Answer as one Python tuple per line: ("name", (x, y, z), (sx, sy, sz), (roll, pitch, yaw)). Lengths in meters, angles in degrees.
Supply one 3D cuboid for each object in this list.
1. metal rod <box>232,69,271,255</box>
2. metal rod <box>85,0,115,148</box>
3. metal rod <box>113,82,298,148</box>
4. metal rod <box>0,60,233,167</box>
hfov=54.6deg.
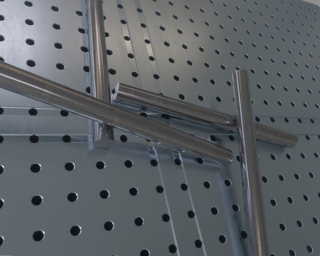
("metal rod", (0.121, 0.053, 0.418), (0.025, 0.025, 0.299), (12, 64, -22))
("metal rod", (-0.087, -0.113, 0.429), (0.025, 0.025, 0.299), (5, 60, -26))
("metal rod", (0.080, -0.014, 0.458), (0.302, 0.025, 0.025), (14, 56, -20))
("metal rod", (-0.033, -0.006, 0.365), (0.302, 0.025, 0.025), (21, 54, -27))
